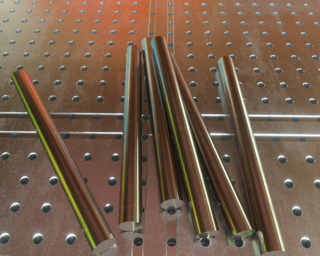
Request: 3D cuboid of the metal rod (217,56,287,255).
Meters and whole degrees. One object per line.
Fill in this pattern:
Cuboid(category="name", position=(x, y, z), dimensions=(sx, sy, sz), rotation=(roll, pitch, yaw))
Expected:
Cuboid(category="metal rod", position=(0.108, 0.010, 0.400), dimensions=(0.025, 0.025, 0.300), rotation=(-1, 50, -1))

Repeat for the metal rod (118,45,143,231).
Cuboid(category="metal rod", position=(-0.037, -0.013, 0.418), dimensions=(0.025, 0.025, 0.300), rotation=(-2, 50, -2))

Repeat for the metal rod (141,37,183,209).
Cuboid(category="metal rod", position=(-0.003, -0.031, 0.433), dimensions=(0.025, 0.025, 0.300), rotation=(-5, 50, -4))

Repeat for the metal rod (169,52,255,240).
Cuboid(category="metal rod", position=(0.048, -0.002, 0.409), dimensions=(0.025, 0.025, 0.300), rotation=(-11, 51, -9))

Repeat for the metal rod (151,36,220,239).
Cuboid(category="metal rod", position=(0.023, -0.012, 0.401), dimensions=(0.025, 0.025, 0.299), rotation=(-8, 56, -6))

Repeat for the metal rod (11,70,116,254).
Cuboid(category="metal rod", position=(-0.134, 0.020, 0.390), dimensions=(0.025, 0.025, 0.300), rotation=(-25, 55, -20))
